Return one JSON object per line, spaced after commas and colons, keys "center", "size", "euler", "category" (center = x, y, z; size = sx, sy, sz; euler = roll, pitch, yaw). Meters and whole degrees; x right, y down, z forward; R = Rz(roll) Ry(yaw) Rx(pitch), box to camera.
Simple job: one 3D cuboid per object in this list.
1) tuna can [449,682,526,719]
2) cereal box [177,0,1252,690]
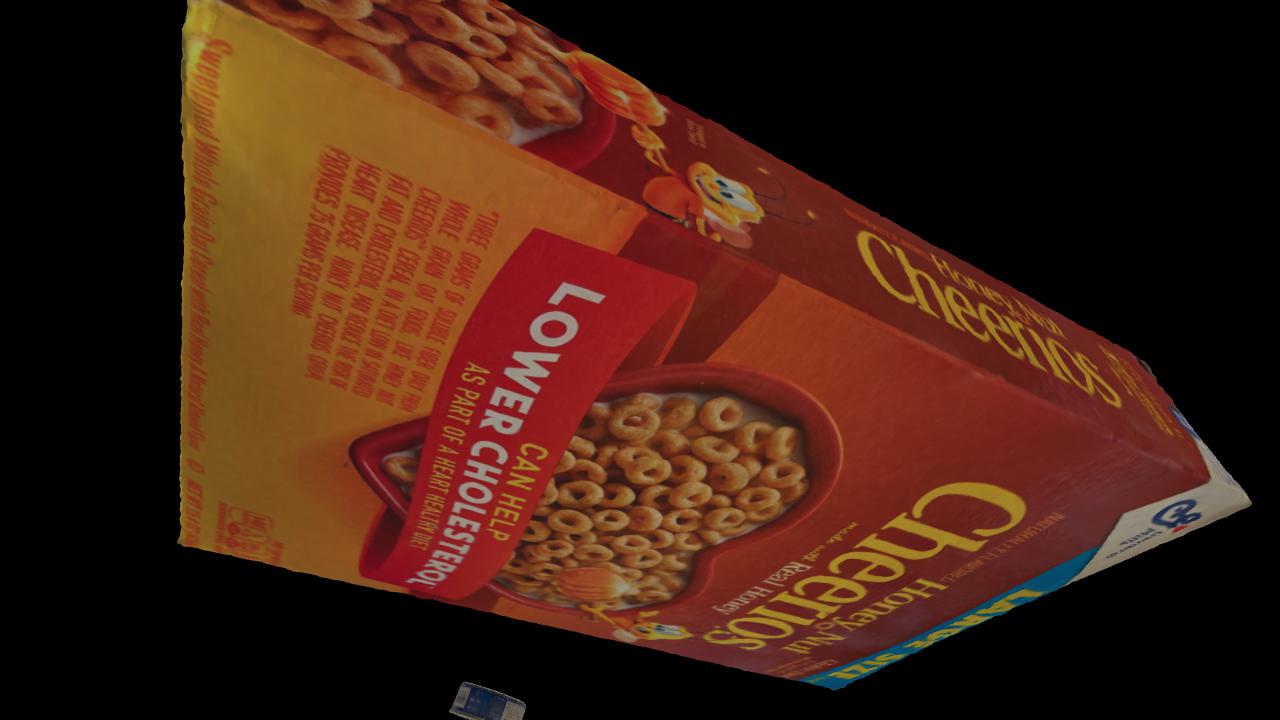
{"center": [-0.177, 0.407, 0.720], "size": [0.084, 0.034, 0.084], "euler": [13, -35, 9], "category": "tuna can"}
{"center": [0.016, 0.033, 0.228], "size": [0.306, 0.081, 0.203], "euler": [22, -49, -19], "category": "cereal box"}
